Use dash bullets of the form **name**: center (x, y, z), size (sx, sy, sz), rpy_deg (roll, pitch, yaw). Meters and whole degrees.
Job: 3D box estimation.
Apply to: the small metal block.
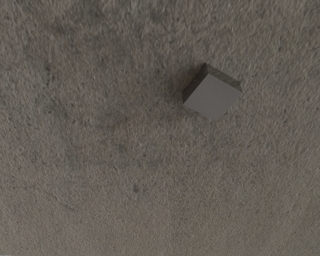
- **small metal block**: center (0.062, -0.042, 0.372), size (0.050, 0.025, 0.050), rpy_deg (25, 126, -20)
